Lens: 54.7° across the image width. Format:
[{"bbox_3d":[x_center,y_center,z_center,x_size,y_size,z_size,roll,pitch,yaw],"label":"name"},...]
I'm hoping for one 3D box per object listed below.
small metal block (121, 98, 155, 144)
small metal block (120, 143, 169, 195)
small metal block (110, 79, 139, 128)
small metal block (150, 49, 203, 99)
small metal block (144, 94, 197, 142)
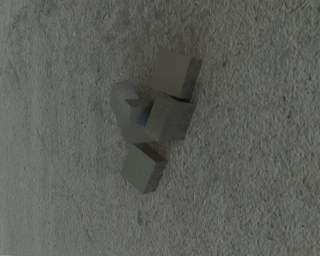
[{"bbox_3d":[-0.020,-0.010,0.395,0.025,0.050,0.050,47,134,51],"label":"small metal block"},{"bbox_3d":[-0.023,0.054,0.424,0.050,0.025,0.050,35,112,34],"label":"small metal block"},{"bbox_3d":[-0.047,-0.030,0.429,0.050,0.025,0.050,62,157,22],"label":"small metal block"},{"bbox_3d":[0.020,-0.068,0.389,0.050,0.025,0.050,26,106,37],"label":"small metal block"},{"bbox_3d":[0.013,-0.012,0.378,0.025,0.050,0.050,30,109,35],"label":"small metal block"}]
